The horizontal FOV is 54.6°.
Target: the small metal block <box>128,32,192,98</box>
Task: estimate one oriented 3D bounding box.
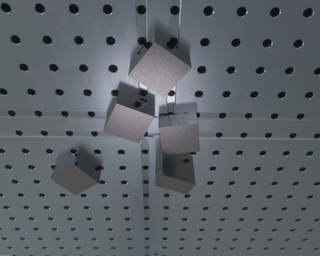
[{"bbox_3d":[0.000,-0.070,0.352,0.050,0.025,0.050,29,124,-23],"label":"small metal block"}]

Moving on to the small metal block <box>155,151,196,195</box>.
[{"bbox_3d":[0.021,0.063,0.449,0.050,0.050,0.025,19,128,-15],"label":"small metal block"}]

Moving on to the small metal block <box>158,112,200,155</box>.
[{"bbox_3d":[0.026,0.008,0.418,0.050,0.025,0.050,-6,130,5],"label":"small metal block"}]

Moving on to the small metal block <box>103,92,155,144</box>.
[{"bbox_3d":[-0.040,-0.012,0.401,0.050,0.025,0.050,19,128,-16],"label":"small metal block"}]

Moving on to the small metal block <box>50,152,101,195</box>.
[{"bbox_3d":[-0.127,0.071,0.471,0.050,0.025,0.050,-29,125,22],"label":"small metal block"}]
